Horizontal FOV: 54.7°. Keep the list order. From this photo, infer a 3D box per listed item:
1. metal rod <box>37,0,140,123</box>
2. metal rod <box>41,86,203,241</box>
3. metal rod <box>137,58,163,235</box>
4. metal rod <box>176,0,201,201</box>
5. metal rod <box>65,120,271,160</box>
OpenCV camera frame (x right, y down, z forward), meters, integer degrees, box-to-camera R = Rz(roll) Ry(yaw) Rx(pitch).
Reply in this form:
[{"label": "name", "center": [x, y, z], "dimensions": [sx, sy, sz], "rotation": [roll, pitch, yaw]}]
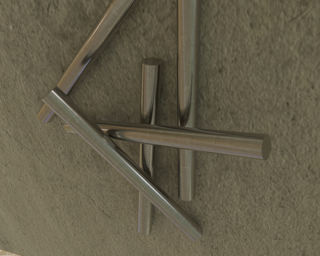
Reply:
[{"label": "metal rod", "center": [-0.092, -0.094, 0.395], "dimensions": [0.025, 0.025, 0.299], "rotation": [46, 129, -4]}, {"label": "metal rod", "center": [-0.038, 0.061, 0.423], "dimensions": [0.025, 0.025, 0.300], "rotation": [-26, 117, 37]}, {"label": "metal rod", "center": [-0.018, 0.047, 0.443], "dimensions": [0.025, 0.025, 0.298], "rotation": [16, 125, 18]}, {"label": "metal rod", "center": [0.033, -0.032, 0.368], "dimensions": [0.025, 0.025, 0.298], "rotation": [11, 123, 22]}, {"label": "metal rod", "center": [-0.018, 0.007, 0.382], "dimensions": [0.300, 0.025, 0.025], "rotation": [5, 122, 38]}]
